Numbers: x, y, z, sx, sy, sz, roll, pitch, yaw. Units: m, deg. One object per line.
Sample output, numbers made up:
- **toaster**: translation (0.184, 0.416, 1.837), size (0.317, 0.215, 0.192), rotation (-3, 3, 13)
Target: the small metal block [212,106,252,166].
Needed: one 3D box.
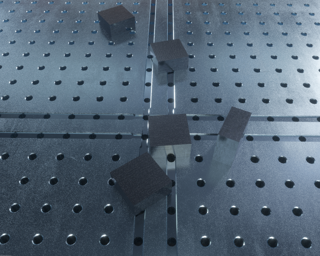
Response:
- **small metal block**: translation (0.089, 0.010, 0.383), size (0.025, 0.050, 0.050), rotation (21, 53, 17)

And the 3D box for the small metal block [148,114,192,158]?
- **small metal block**: translation (0.011, 0.010, 0.400), size (0.050, 0.025, 0.050), rotation (-4, 50, -3)

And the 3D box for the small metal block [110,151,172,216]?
- **small metal block**: translation (-0.021, 0.063, 0.355), size (0.050, 0.025, 0.050), rotation (-28, 56, -22)

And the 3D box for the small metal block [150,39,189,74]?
- **small metal block**: translation (0.015, -0.118, 0.507), size (0.050, 0.025, 0.050), rotation (-12, 51, -10)

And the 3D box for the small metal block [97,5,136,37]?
- **small metal block**: translation (-0.080, -0.199, 0.575), size (0.050, 0.025, 0.050), rotation (-26, 55, -20)
